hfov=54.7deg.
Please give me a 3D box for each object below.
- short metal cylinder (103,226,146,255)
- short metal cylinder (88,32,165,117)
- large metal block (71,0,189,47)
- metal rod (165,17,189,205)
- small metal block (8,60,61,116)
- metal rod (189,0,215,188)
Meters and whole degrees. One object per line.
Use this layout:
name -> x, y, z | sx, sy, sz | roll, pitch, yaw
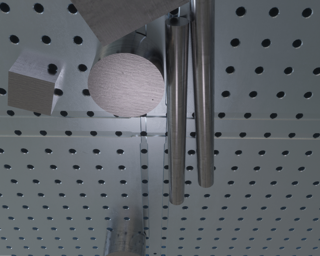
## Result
short metal cylinder -> -0.067, 0.233, 0.593 | 0.081, 0.050, 0.079 | 0, 130, 0
short metal cylinder -> -0.035, -0.059, 0.345 | 0.081, 0.050, 0.079 | 0, 130, 0
large metal block -> -0.025, -0.126, 0.268 | 0.080, 0.080, 0.050 | -22, 127, 17
metal rod -> 0.023, 0.004, 0.415 | 0.025, 0.025, 0.298 | -2, 130, 1
small metal block -> -0.151, -0.047, 0.370 | 0.050, 0.025, 0.050 | 14, 129, -12
metal rod -> 0.055, -0.029, 0.387 | 0.025, 0.025, 0.298 | -5, 130, 4
